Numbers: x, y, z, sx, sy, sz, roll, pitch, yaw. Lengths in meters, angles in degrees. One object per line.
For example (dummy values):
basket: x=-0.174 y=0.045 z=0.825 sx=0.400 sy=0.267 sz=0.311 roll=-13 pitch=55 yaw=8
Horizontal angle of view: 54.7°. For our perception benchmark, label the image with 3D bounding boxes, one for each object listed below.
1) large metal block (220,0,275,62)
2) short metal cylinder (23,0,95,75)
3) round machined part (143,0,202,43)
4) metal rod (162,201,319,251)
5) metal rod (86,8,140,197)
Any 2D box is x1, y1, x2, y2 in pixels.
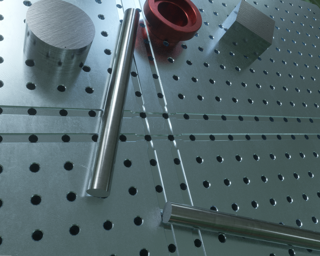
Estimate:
large metal block: x=0.170 y=-0.189 z=0.599 sx=0.080 sy=0.050 sz=0.080 roll=30 pitch=52 yaw=-9
short metal cylinder: x=-0.128 y=-0.115 z=0.393 sx=0.081 sy=0.050 sz=0.080 roll=14 pitch=56 yaw=-21
round machined part: x=0.017 y=-0.182 z=0.518 sx=0.099 sy=0.042 sz=0.098 roll=14 pitch=56 yaw=-21
metal rod: x=0.145 y=0.135 z=0.403 sx=0.302 sy=0.025 sz=0.025 roll=16 pitch=55 yaw=-19
metal rod: x=-0.055 y=-0.056 z=0.412 sx=0.025 sy=0.025 sz=0.300 roll=17 pitch=55 yaw=-18
